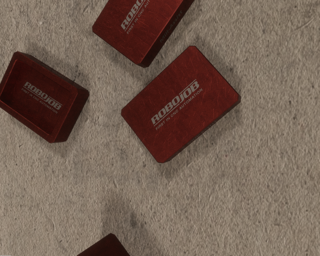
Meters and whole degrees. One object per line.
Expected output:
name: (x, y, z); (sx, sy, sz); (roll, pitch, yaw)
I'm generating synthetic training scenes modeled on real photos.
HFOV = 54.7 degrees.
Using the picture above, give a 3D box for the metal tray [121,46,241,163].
metal tray: (0.025, -0.028, 0.397); (0.130, 0.030, 0.090); (-41, 77, 15)

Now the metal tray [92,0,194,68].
metal tray: (-0.020, -0.158, 0.412); (0.090, 0.030, 0.129); (39, 102, 15)

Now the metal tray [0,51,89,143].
metal tray: (-0.181, -0.047, 0.468); (0.130, 0.030, 0.090); (32, 100, 16)

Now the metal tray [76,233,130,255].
metal tray: (-0.053, 0.207, 0.391); (0.030, 0.090, 0.130); (-43, 77, 15)
